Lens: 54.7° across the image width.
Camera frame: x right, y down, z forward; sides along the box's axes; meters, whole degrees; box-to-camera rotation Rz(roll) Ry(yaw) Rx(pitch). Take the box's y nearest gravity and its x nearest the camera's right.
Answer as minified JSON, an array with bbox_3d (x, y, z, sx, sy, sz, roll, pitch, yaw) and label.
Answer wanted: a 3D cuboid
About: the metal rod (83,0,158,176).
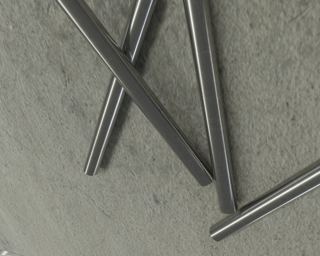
[{"bbox_3d":[-0.062,-0.038,0.414,0.025,0.025,0.298,31,128,7],"label":"metal rod"}]

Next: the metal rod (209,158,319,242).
[{"bbox_3d":[0.160,0.069,0.364,0.025,0.025,0.298,41,129,0],"label":"metal rod"}]

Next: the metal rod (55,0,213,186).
[{"bbox_3d":[-0.023,-0.042,0.365,0.025,0.025,0.300,-23,115,36],"label":"metal rod"}]

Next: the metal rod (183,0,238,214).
[{"bbox_3d":[0.062,-0.022,0.359,0.025,0.025,0.298,0,119,28],"label":"metal rod"}]
